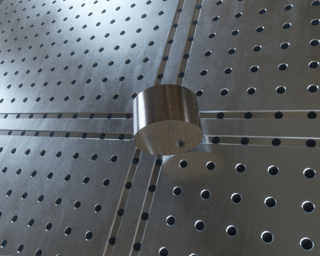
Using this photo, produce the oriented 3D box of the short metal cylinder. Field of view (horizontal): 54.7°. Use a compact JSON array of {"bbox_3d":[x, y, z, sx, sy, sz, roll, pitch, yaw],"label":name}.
[{"bbox_3d":[0.008,-0.007,0.372,0.080,0.080,0.050,-17,55,18],"label":"short metal cylinder"}]
